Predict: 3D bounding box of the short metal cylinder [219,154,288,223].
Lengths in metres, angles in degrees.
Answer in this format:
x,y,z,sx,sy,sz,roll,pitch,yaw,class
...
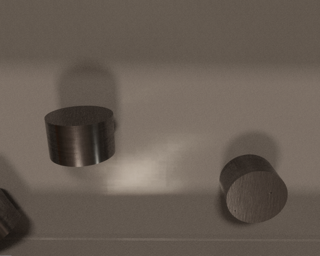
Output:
x,y,z,sx,sy,sz,roll,pitch,yaw,class
0.128,0.083,0.431,0.081,0.050,0.079,0,110,-1,short metal cylinder

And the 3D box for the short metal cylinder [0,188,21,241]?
x,y,z,sx,sy,sz,roll,pitch,yaw,class
-0.243,0.127,0.425,0.080,0.080,0.050,-25,108,8,short metal cylinder

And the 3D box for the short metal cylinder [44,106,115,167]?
x,y,z,sx,sy,sz,roll,pitch,yaw,class
-0.097,0.007,0.383,0.081,0.080,0.050,0,110,-1,short metal cylinder
